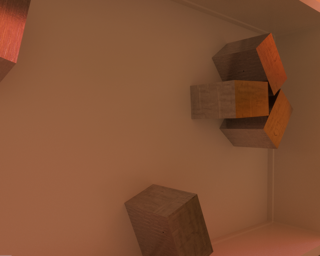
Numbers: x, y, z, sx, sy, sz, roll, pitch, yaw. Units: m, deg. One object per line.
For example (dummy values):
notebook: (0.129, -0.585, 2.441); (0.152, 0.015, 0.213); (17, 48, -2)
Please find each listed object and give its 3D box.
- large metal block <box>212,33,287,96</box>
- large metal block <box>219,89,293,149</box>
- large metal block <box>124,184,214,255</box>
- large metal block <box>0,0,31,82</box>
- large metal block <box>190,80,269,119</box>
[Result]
large metal block: (0.142, -0.095, 0.493); (0.050, 0.080, 0.080); (-45, 118, -31)
large metal block: (0.157, -0.015, 0.506); (0.050, 0.080, 0.080); (46, 62, -31)
large metal block: (0.010, 0.122, 0.382); (0.050, 0.080, 0.080); (-27, 107, -37)
large metal block: (-0.156, -0.088, 0.243); (0.080, 0.050, 0.080); (21, 56, -38)
large metal block: (0.103, -0.041, 0.460); (0.081, 0.080, 0.050); (-5, 94, -40)
